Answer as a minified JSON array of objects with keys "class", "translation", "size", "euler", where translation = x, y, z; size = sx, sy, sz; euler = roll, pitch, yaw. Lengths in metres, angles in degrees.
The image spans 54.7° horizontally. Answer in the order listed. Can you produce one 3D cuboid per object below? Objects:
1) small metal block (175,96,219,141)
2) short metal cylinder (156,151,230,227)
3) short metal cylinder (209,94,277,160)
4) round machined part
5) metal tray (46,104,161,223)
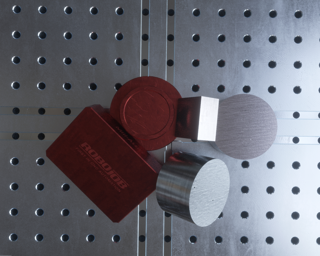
[{"class":"small metal block","translation":[0.044,-0.011,0.379],"size":[0.025,0.050,0.050],"euler":[6,89,-28]},{"class":"short metal cylinder","translation":[0.041,0.072,0.376],"size":[0.050,0.081,0.080],"euler":[10,90,43]},{"class":"short metal cylinder","translation":[0.102,-0.002,0.398],"size":[0.081,0.050,0.079],"euler":[0,90,0]},{"class":"round machined part","translation":[-0.016,-0.019,0.400],"size":[0.099,0.042,0.097],"euler":[0,90,0]},{"class":"metal tray","translation":[-0.068,0.045,0.395],"size":[0.130,0.030,0.090],"euler":[45,105,-1]}]
